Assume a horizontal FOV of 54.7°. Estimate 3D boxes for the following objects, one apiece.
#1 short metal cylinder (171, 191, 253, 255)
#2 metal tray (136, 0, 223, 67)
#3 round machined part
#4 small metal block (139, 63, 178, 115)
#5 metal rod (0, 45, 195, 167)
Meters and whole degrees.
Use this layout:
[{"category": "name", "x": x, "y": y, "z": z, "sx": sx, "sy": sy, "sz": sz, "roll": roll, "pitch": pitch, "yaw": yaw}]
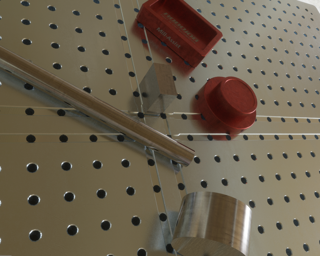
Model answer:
[{"category": "short metal cylinder", "x": 0.057, "y": 0.112, "z": 0.337, "sx": 0.080, "sy": 0.080, "sz": 0.050, "roll": 28, "pitch": 52, "yaw": -11}, {"category": "metal tray", "x": 0.036, "y": -0.174, "z": 0.532, "sx": 0.130, "sy": 0.030, "sz": 0.090, "roll": 40, "pitch": 51, "yaw": -2}, {"category": "round machined part", "x": 0.112, "y": -0.042, "z": 0.485, "sx": 0.099, "sy": 0.042, "sz": 0.098, "roll": 14, "pitch": 56, "yaw": -21}, {"category": "small metal block", "x": -0.003, "y": -0.053, "z": 0.424, "sx": 0.025, "sy": 0.050, "sz": 0.050, "roll": 3, "pitch": 61, "yaw": -27}, {"category": "metal rod", "x": -0.091, "y": -0.031, "z": 0.378, "sx": 0.301, "sy": 0.025, "sz": 0.025, "roll": 29, "pitch": 52, "yaw": -11}]
